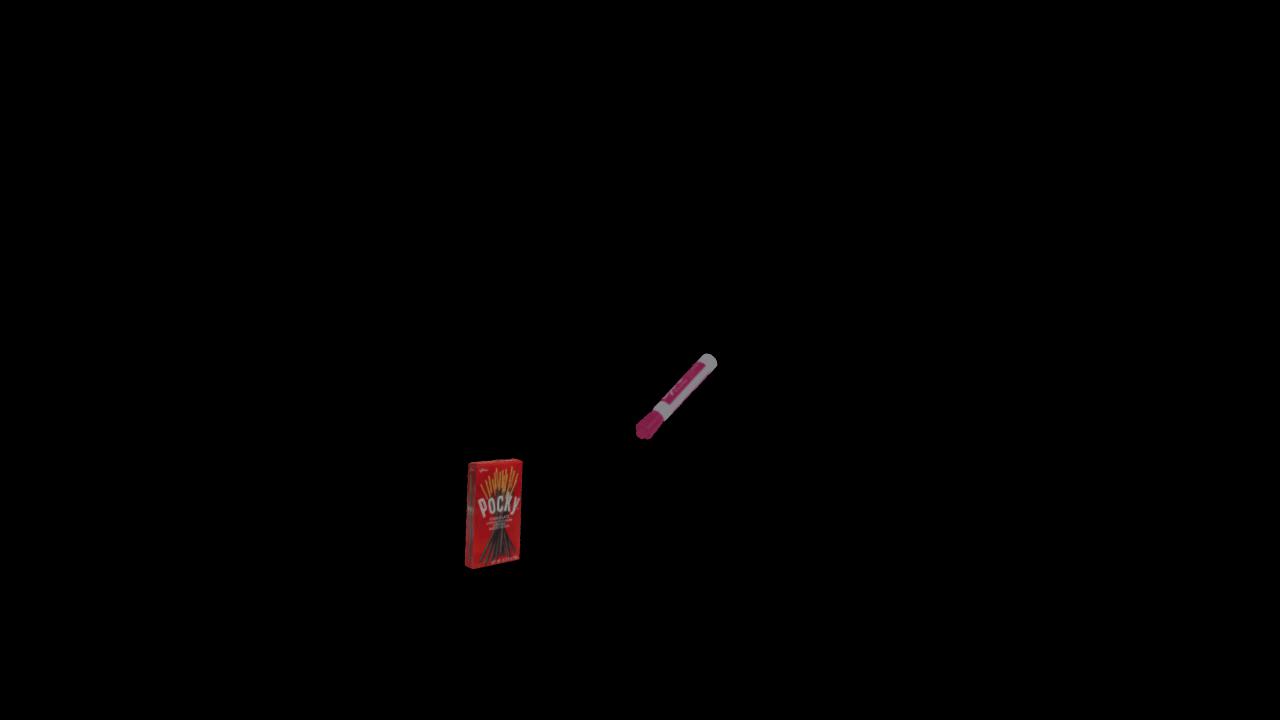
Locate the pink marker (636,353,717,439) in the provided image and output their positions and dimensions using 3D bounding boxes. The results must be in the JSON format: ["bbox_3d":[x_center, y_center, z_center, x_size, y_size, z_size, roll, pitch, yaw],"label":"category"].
[{"bbox_3d":[0.036,0.035,0.603,0.020,0.020,0.121,0,35,48],"label":"pink marker"}]

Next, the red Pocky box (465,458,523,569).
[{"bbox_3d":[-0.220,0.230,0.928,0.083,0.155,0.028,3,-2,-43],"label":"red Pocky box"}]
